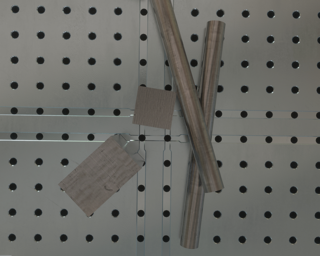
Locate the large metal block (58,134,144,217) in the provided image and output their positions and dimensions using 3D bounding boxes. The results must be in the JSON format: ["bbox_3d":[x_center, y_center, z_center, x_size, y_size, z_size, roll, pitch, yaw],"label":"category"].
[{"bbox_3d":[-0.067,0.054,0.385,0.080,0.080,0.050,-43,91,0],"label":"large metal block"}]

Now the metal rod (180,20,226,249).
[{"bbox_3d":[0.057,0.009,0.414,0.025,0.025,0.298,7,90,-1],"label":"metal rod"}]

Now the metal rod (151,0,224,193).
[{"bbox_3d":[0.029,-0.067,0.397,0.025,0.025,0.298,-15,84,0],"label":"metal rod"}]

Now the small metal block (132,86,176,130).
[{"bbox_3d":[-0.007,-0.026,0.413,0.050,0.025,0.050,9,90,-1],"label":"small metal block"}]
